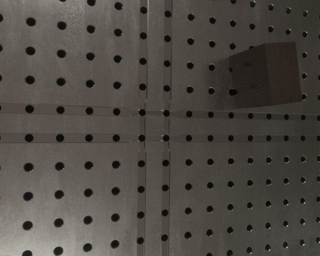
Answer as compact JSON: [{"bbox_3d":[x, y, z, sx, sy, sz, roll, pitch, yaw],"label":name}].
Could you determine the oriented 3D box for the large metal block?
[{"bbox_3d":[0.147,-0.072,0.439,0.050,0.080,0.079,-9,93,-20],"label":"large metal block"}]
